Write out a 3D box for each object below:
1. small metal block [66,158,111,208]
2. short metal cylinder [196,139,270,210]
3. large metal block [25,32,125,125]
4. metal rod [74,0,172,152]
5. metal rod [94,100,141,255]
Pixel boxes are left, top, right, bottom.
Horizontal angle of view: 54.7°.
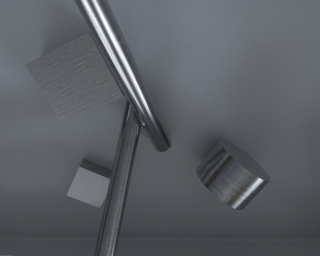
[{"bbox_3d":[-0.097,0.079,0.439,0.050,0.025,0.050,24,108,-9],"label":"small metal block"},{"bbox_3d":[0.095,0.060,0.405,0.080,0.080,0.050,33,107,-12],"label":"short metal cylinder"},{"bbox_3d":[-0.096,-0.062,0.374,0.080,0.050,0.080,-25,109,8],"label":"large metal block"},{"bbox_3d":[-0.039,-0.067,0.310,0.025,0.025,0.299,-18,139,6],"label":"metal rod"},{"bbox_3d":[-0.057,0.103,0.377,0.025,0.025,0.299,11,82,-5],"label":"metal rod"}]
